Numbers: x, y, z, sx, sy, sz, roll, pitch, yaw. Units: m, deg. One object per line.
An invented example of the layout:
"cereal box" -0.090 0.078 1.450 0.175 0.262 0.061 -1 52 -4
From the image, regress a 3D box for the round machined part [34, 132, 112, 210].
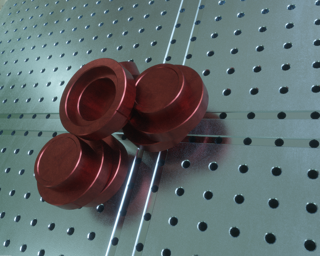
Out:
"round machined part" -0.111 0.045 0.374 0.098 0.042 0.098 -13 56 21

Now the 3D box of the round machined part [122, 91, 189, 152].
"round machined part" -0.007 -0.023 0.389 0.098 0.042 0.098 -13 56 21

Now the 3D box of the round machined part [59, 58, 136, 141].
"round machined part" -0.069 -0.031 0.371 0.098 0.042 0.098 -12 64 27

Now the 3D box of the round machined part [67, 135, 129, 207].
"round machined part" -0.093 0.047 0.392 0.098 0.042 0.098 -13 56 21

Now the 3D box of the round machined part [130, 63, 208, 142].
"round machined part" 0.003 -0.037 0.364 0.098 0.042 0.098 -13 55 20

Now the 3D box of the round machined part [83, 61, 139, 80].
"round machined part" -0.072 -0.054 0.445 0.098 0.098 0.042 -25 88 13
